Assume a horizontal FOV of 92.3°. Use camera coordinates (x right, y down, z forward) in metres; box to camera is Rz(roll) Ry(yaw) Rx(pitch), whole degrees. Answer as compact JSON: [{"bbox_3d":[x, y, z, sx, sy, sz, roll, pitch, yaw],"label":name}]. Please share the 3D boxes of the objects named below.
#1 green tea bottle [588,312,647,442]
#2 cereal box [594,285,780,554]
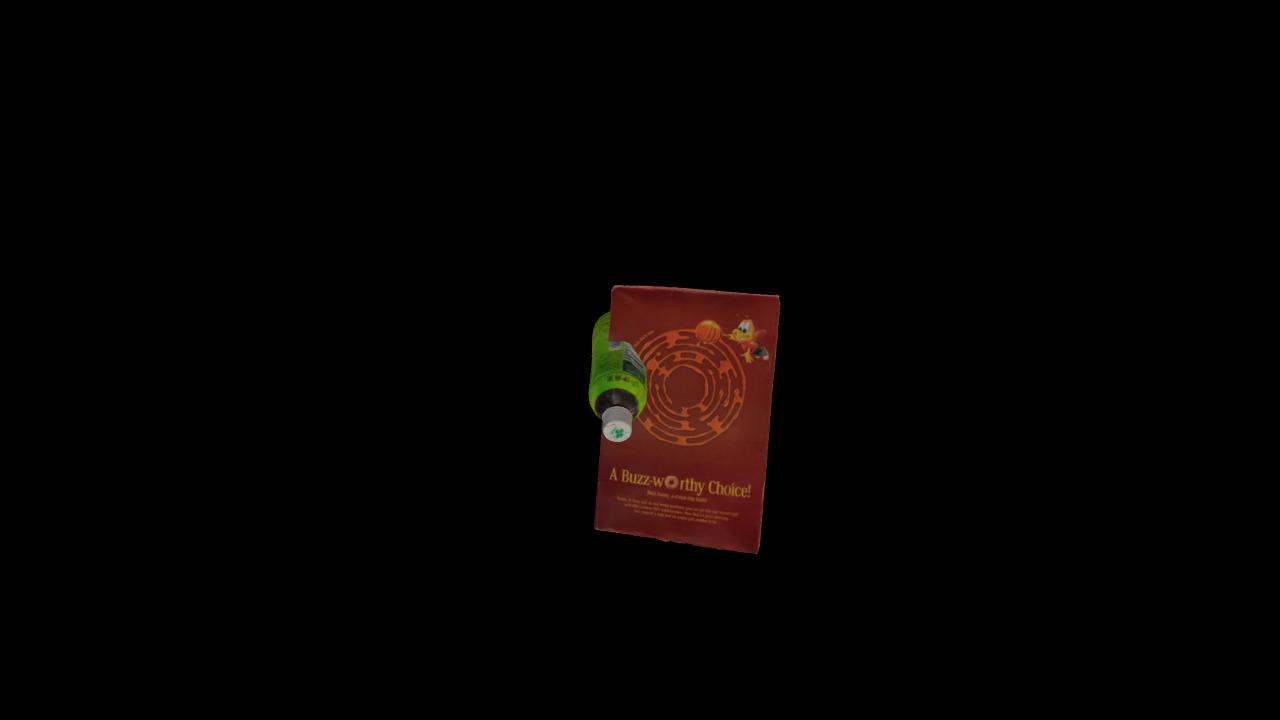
[{"bbox_3d":[-0.027,0.017,0.734,0.073,0.073,0.212,0,31,-1],"label":"green tea bottle"},{"bbox_3d":[0.059,0.065,0.756,0.203,0.306,0.081,4,1,13],"label":"cereal box"}]
